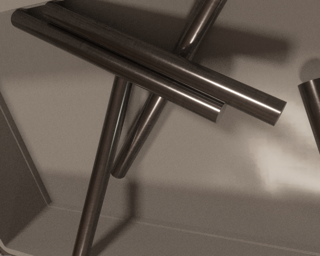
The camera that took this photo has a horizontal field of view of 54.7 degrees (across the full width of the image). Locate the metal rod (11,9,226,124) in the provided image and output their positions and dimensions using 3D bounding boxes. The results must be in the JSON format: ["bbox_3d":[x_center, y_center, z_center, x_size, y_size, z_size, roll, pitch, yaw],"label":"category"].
[{"bbox_3d":[-0.063,-0.081,0.367,0.301,0.025,0.025,27,128,19],"label":"metal rod"}]

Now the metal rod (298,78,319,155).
[{"bbox_3d":[0.187,0.098,0.289,0.025,0.025,0.298,-19,83,35],"label":"metal rod"}]

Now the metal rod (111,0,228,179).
[{"bbox_3d":[-0.005,-0.031,0.390,0.025,0.025,0.298,35,129,5],"label":"metal rod"}]

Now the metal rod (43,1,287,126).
[{"bbox_3d":[-0.013,-0.080,0.337,0.300,0.025,0.025,28,128,20],"label":"metal rod"}]

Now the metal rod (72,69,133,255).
[{"bbox_3d":[-0.081,0.063,0.426,0.025,0.025,0.298,21,107,15],"label":"metal rod"}]
